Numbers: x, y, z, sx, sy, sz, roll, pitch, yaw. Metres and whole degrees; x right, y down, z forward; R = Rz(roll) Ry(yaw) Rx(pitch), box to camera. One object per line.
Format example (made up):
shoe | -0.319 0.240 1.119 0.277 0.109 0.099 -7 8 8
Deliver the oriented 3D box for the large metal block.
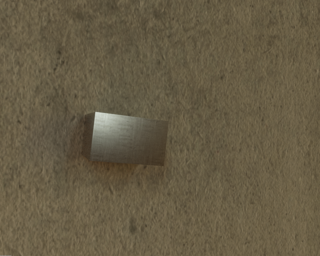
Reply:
large metal block | -0.045 0.012 0.364 0.081 0.080 0.050 7 88 -20
